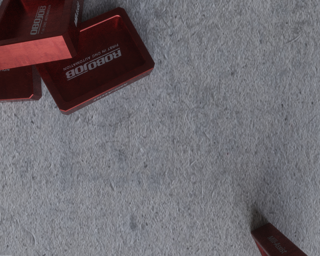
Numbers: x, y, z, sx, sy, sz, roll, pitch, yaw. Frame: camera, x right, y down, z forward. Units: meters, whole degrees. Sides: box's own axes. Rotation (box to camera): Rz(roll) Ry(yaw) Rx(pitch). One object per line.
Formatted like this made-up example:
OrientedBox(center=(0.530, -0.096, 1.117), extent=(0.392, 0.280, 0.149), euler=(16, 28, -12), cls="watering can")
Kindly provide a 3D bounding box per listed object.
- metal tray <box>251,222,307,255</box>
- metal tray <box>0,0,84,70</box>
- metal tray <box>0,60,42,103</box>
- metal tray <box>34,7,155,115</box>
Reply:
OrientedBox(center=(0.155, 0.174, 0.359), extent=(0.030, 0.130, 0.090), euler=(-26, 90, 0), cls="metal tray")
OrientedBox(center=(-0.142, -0.127, 0.363), extent=(0.091, 0.030, 0.130), euler=(-9, 50, 2), cls="metal tray")
OrientedBox(center=(-0.228, -0.078, 0.405), extent=(0.131, 0.030, 0.089), euler=(-4, 90, 0), cls="metal tray")
OrientedBox(center=(-0.084, -0.085, 0.391), extent=(0.131, 0.030, 0.090), euler=(-29, 90, -14), cls="metal tray")
